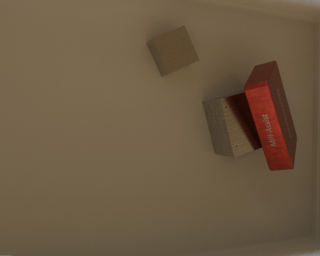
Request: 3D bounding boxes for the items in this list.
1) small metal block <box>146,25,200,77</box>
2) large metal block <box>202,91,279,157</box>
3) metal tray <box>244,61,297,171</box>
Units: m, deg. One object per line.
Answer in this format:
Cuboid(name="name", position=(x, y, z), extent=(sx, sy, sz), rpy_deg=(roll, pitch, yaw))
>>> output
Cuboid(name="small metal block", position=(0.017, -0.103, 0.418), extent=(0.050, 0.025, 0.050), rpy_deg=(-28, 100, -18))
Cuboid(name="large metal block", position=(0.116, -0.010, 0.442), extent=(0.081, 0.050, 0.080), rpy_deg=(-16, 96, -20))
Cuboid(name="metal tray", position=(0.158, -0.018, 0.431), extent=(0.090, 0.030, 0.129), rpy_deg=(-49, 122, -52))
